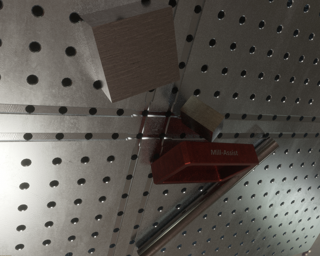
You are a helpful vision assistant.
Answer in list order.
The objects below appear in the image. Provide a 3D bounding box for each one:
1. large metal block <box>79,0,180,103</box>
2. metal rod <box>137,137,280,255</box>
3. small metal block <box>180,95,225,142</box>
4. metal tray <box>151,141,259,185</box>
[{"bbox_3d":[-0.030,-0.083,0.328,0.081,0.050,0.079,-21,127,-16],"label":"large metal block"},{"bbox_3d":[0.083,0.122,0.534,0.300,0.025,0.025,-40,130,-1],"label":"metal rod"},{"bbox_3d":[0.055,-0.010,0.406,0.025,0.050,0.050,-51,163,-10],"label":"small metal block"},{"bbox_3d":[0.064,0.052,0.447,0.131,0.030,0.090,4,152,-31],"label":"metal tray"}]
